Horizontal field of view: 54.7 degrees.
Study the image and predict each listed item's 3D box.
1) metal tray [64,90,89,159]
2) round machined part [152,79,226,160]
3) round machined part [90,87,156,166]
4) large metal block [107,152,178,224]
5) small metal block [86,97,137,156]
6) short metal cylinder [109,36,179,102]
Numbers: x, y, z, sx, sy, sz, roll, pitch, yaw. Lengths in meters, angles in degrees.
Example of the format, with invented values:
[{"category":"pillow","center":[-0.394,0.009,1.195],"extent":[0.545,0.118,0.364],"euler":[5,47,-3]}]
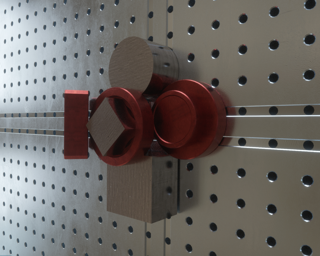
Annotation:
[{"category":"metal tray","center":[-0.122,-0.006,0.460],"extent":[0.130,0.030,0.089],"euler":[-175,86,-77]},{"category":"round machined part","center":[0.026,-0.010,0.375],"extent":[0.098,0.042,0.097],"euler":[0,90,40]},{"category":"round machined part","center":[-0.044,-0.002,0.397],"extent":[0.098,0.042,0.097],"euler":[0,90,40]},{"category":"large metal block","center":[-0.024,0.072,0.410],"extent":[0.080,0.050,0.080],"euler":[1,91,40]},{"category":"small metal block","center":[-0.058,-0.001,0.377],"extent":[0.050,0.025,0.050],"euler":[-49,61,29]},{"category":"short metal cylinder","center":[-0.022,-0.076,0.411],"extent":[0.080,0.050,0.080],"euler":[0,90,40]}]
